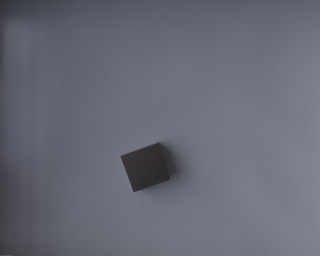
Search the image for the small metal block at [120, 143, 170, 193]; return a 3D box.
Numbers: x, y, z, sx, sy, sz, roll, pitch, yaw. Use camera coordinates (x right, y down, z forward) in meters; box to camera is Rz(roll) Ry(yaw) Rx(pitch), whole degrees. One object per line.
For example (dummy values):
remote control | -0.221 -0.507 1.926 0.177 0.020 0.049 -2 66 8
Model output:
small metal block | -0.019 0.051 0.411 0.050 0.025 0.050 -20 90 0
